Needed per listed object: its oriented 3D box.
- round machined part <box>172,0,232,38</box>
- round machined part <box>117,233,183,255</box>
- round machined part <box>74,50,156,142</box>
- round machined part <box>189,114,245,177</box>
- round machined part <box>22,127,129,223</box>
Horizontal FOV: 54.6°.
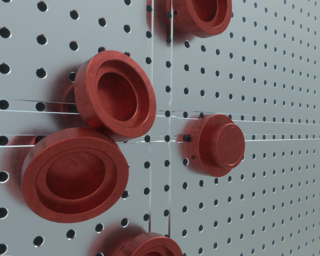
[{"bbox_3d":[0.056,-0.178,0.443,0.099,0.042,0.097,0,90,-40],"label":"round machined part"},{"bbox_3d":[-0.020,0.178,0.381,0.099,0.042,0.097,0,90,-40],"label":"round machined part"},{"bbox_3d":[-0.052,-0.032,0.341,0.098,0.042,0.098,23,58,-43],"label":"round machined part"},{"bbox_3d":[0.093,0.027,0.475,0.099,0.042,0.097,0,90,-40],"label":"round machined part"},{"bbox_3d":[-0.084,0.043,0.309,0.099,0.042,0.097,-11,119,-19],"label":"round machined part"}]
